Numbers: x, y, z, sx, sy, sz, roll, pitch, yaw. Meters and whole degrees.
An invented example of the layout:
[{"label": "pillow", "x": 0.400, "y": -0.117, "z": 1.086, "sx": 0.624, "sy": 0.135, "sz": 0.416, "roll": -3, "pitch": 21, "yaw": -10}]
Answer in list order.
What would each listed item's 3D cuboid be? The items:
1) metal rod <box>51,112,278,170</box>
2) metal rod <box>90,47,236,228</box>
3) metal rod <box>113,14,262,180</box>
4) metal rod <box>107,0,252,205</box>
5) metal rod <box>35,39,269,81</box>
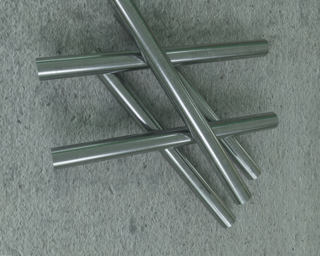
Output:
[{"label": "metal rod", "x": 0.022, "y": 0.011, "z": 0.393, "sx": 0.303, "sy": 0.025, "sz": 0.025, "roll": -9, "pitch": 93, "yaw": -20}, {"label": "metal rod", "x": 0.007, "y": 0.022, "z": 0.413, "sx": 0.025, "sy": 0.025, "sz": 0.300, "roll": -43, "pitch": 104, "yaw": -15}, {"label": "metal rod", "x": 0.046, "y": -0.040, "z": 0.428, "sx": 0.025, "sy": 0.025, "sz": 0.300, "roll": -45, "pitch": 104, "yaw": -15}, {"label": "metal rod", "x": 0.027, "y": -0.032, "z": 0.368, "sx": 0.025, "sy": 0.025, "sz": 0.299, "roll": -37, "pitch": 102, "yaw": -17}, {"label": "metal rod", "x": 0.007, "y": -0.089, "z": 0.387, "sx": 0.303, "sy": 0.025, "sz": 0.025, "roll": -10, "pitch": 94, "yaw": -20}]
